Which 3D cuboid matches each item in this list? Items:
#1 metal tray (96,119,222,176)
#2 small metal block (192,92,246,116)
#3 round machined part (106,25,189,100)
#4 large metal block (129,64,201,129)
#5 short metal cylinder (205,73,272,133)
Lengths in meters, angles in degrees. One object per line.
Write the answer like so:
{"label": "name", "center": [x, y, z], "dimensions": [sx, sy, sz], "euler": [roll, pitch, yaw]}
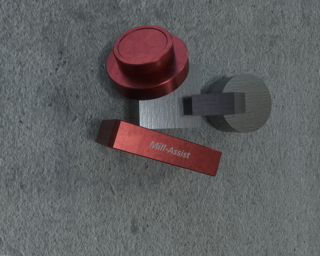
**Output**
{"label": "metal tray", "center": [-0.004, 0.023, 0.374], "dimensions": [0.131, 0.090, 0.030], "euler": [18, 85, -19]}
{"label": "small metal block", "center": [0.072, -0.029, 0.375], "dimensions": [0.050, 0.050, 0.025], "euler": [-10, 98, -61]}
{"label": "round machined part", "center": [-0.017, -0.083, 0.365], "dimensions": [0.098, 0.098, 0.042], "euler": [-38, 147, -16]}
{"label": "large metal block", "center": [0.005, -0.040, 0.400], "dimensions": [0.081, 0.050, 0.080], "euler": [-2, 91, -20]}
{"label": "short metal cylinder", "center": [0.108, -0.033, 0.438], "dimensions": [0.081, 0.050, 0.080], "euler": [0, 90, -20]}
